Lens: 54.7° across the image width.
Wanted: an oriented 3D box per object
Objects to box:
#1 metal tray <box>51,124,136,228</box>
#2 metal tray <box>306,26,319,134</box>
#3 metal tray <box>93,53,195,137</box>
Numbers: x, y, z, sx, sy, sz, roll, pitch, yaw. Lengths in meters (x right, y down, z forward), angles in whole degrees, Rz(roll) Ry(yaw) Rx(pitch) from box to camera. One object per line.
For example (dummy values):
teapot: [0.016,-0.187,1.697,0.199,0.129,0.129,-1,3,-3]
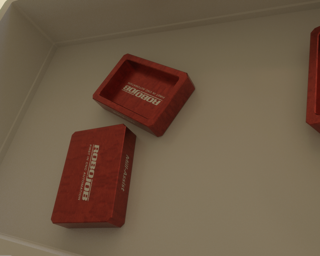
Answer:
metal tray: [-0.085,0.063,0.409,0.090,0.030,0.130,-9,58,23]
metal tray: [0.200,-0.061,0.311,0.090,0.030,0.130,-18,50,50]
metal tray: [-0.027,-0.052,0.448,0.130,0.030,0.090,27,76,37]
